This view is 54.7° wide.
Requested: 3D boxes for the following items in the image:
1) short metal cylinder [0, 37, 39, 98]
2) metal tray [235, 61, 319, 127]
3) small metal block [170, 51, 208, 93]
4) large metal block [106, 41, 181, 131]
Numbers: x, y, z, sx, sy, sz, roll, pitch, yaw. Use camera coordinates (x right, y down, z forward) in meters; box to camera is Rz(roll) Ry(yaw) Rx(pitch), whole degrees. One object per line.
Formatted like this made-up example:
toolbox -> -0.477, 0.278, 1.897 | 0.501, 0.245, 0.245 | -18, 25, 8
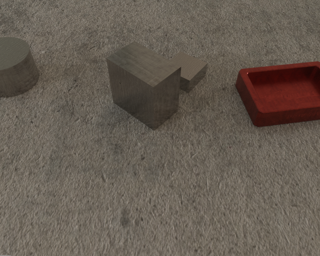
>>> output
short metal cylinder -> -0.228, -0.091, 0.461 | 0.081, 0.050, 0.080 | 0, 50, 0
metal tray -> 0.186, -0.051, 0.445 | 0.131, 0.030, 0.090 | -7, 50, -6
small metal block -> 0.037, -0.087, 0.477 | 0.050, 0.025, 0.050 | 29, 56, 22
large metal block -> -0.021, -0.056, 0.414 | 0.080, 0.080, 0.050 | 34, 58, 25
